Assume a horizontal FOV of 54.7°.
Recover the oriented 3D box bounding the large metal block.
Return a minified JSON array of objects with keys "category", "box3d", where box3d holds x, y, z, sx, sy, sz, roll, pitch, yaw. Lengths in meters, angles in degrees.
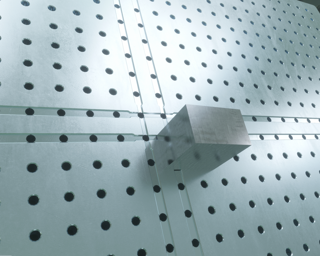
[{"category":"large metal block","box3d":[0.053,0.015,0.394,0.081,0.080,0.050,3,60,-27]}]
